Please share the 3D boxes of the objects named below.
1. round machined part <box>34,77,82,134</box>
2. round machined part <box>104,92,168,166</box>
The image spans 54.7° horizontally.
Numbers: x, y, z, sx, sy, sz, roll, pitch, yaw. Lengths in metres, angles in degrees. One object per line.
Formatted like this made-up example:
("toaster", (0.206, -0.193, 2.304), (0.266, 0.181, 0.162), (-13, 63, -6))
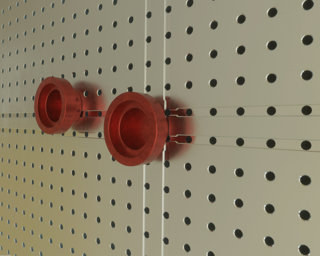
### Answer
("round machined part", (-0.174, -0.038, 0.539), (0.098, 0.042, 0.097), (0, 90, 39))
("round machined part", (-0.028, 0.001, 0.419), (0.098, 0.042, 0.097), (0, 90, 39))
